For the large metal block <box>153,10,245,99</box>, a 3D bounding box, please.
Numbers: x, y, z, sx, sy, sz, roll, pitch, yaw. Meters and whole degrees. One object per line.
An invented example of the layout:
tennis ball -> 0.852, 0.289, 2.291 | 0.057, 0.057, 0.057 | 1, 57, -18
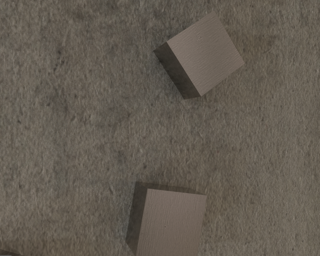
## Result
large metal block -> 0.052, -0.095, 0.416 | 0.080, 0.050, 0.080 | -37, 102, -16

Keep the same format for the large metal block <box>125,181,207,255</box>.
large metal block -> 0.007, 0.117, 0.400 | 0.081, 0.050, 0.080 | 11, 86, -20

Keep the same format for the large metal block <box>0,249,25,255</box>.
large metal block -> -0.179, 0.181, 0.330 | 0.080, 0.050, 0.080 | 26, 81, -19
